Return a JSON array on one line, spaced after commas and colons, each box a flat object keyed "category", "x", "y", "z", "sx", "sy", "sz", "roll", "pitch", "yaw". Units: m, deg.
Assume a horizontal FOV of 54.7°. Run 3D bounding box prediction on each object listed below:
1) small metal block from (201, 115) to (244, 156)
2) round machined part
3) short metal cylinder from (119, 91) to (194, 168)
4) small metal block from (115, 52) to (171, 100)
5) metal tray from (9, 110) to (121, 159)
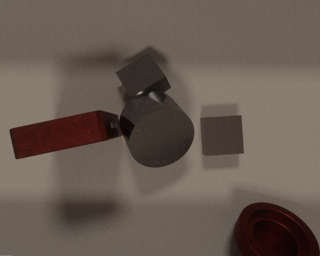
[{"category": "small metal block", "x": 0.082, "y": 0.010, "z": 0.413, "sx": 0.050, "sy": 0.025, "sz": 0.050, "roll": -4, "pitch": 90, "yaw": -1}, {"category": "round machined part", "x": 0.140, "y": 0.144, "z": 0.386, "sx": 0.099, "sy": 0.098, "sz": 0.042, "roll": 13, "pitch": 124, "yaw": -1}, {"category": "short metal cylinder", "x": -0.005, "y": 0.002, "z": 0.381, "sx": 0.081, "sy": 0.050, "sz": 0.079, "roll": -10, "pitch": 122, "yaw": -16}, {"category": "small metal block", "x": -0.022, "y": -0.062, "z": 0.399, "sx": 0.050, "sy": 0.025, "sz": 0.050, "roll": -32, "pitch": 57, "yaw": -1}, {"category": "metal tray", "x": -0.098, "y": 0.006, "z": 0.358, "sx": 0.091, "sy": 0.130, "sz": 0.030, "roll": -12, "pitch": 90, "yaw": 0}]
